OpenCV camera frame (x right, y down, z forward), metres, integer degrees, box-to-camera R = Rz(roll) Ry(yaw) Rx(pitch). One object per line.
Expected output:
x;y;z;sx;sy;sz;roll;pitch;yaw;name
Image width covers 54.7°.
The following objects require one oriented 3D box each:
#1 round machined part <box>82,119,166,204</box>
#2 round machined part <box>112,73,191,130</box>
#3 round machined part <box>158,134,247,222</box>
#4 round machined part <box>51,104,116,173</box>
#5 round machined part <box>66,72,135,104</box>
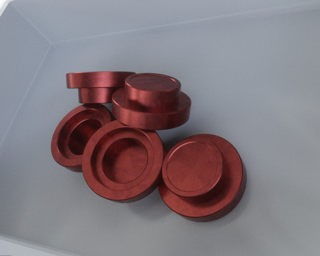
-0.039;0.041;0.372;0.098;0.042;0.098;-5;67;12;round machined part
-0.010;-0.039;0.385;0.099;0.042;0.098;4;27;-2;round machined part
0.041;0.049;0.340;0.098;0.042;0.098;-13;56;20;round machined part
-0.098;0.017;0.431;0.098;0.042;0.098;-13;56;20;round machined part
-0.083;-0.058;0.447;0.098;0.099;0.042;3;99;29;round machined part
